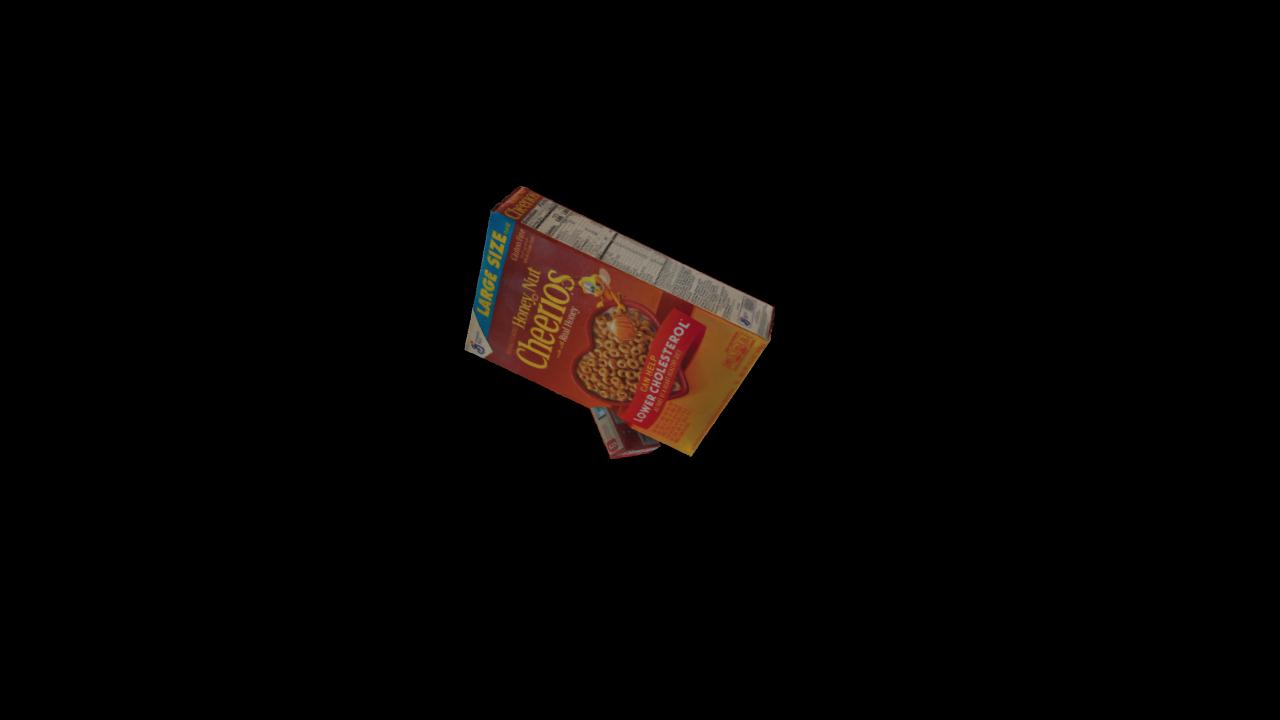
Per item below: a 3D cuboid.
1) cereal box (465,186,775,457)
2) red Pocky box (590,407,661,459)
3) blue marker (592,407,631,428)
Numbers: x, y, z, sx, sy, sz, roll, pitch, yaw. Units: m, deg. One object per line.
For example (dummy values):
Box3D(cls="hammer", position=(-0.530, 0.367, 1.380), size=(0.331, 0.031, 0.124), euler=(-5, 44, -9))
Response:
Box3D(cls="cereal box", position=(-0.034, -0.034, 0.687), size=(0.306, 0.203, 0.081), euler=(25, 42, -2))
Box3D(cls="red Pocky box", position=(-0.034, 0.045, 0.758), size=(0.028, 0.155, 0.083), euler=(-34, -20, 27))
Box3D(cls="blue marker", position=(0.047, -0.063, 0.723), size=(0.121, 0.020, 0.020), euler=(35, 2, 2))
